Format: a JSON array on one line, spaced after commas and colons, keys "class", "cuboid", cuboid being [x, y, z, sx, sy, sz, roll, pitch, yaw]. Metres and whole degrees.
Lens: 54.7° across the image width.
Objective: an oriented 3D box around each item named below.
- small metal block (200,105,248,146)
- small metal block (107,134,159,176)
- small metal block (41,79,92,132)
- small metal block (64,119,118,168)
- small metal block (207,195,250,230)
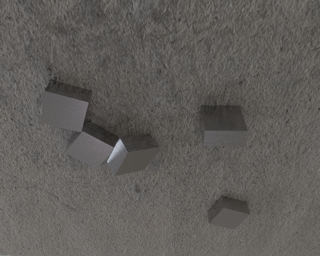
[{"class": "small metal block", "cuboid": [0.078, -0.004, 0.388, 0.050, 0.050, 0.025, 0, 130, 0]}, {"class": "small metal block", "cuboid": [-0.037, 0.036, 0.422, 0.050, 0.025, 0.050, -6, 140, -40]}, {"class": "small metal block", "cuboid": [-0.116, -0.026, 0.383, 0.050, 0.025, 0.050, 15, 129, -13]}, {"class": "small metal block", "cuboid": [-0.094, 0.023, 0.425, 0.050, 0.025, 0.050, 31, 123, -24]}, {"class": "small metal block", "cuboid": [0.117, 0.146, 0.533, 0.050, 0.025, 0.050, 17, 128, -15]}]
